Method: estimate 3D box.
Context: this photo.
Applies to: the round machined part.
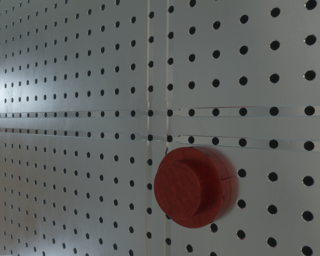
[{"bbox_3d":[0.031,0.072,0.373,0.098,0.042,0.097,0,90,40],"label":"round machined part"}]
